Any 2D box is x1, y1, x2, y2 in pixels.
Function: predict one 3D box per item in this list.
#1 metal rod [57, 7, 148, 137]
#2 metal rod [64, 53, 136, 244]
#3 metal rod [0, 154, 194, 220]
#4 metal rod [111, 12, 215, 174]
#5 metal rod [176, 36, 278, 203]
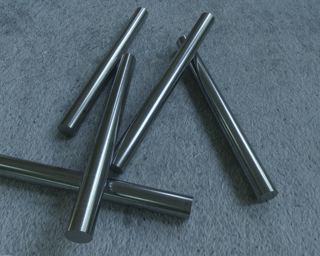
[{"bbox_3d":[-0.077,-0.106,0.491,0.025,0.025,0.300,13,51,11],"label":"metal rod"},{"bbox_3d":[-0.061,-0.005,0.385,0.025,0.025,0.300,3,43,3],"label":"metal rod"},{"bbox_3d":[-0.113,0.058,0.353,0.301,0.025,0.025,11,51,9],"label":"metal rod"},{"bbox_3d":[0.012,-0.066,0.437,0.025,0.025,0.301,21,59,16],"label":"metal rod"},{"bbox_3d":[0.079,-0.035,0.432,0.025,0.025,0.300,-12,51,-10],"label":"metal rod"}]
